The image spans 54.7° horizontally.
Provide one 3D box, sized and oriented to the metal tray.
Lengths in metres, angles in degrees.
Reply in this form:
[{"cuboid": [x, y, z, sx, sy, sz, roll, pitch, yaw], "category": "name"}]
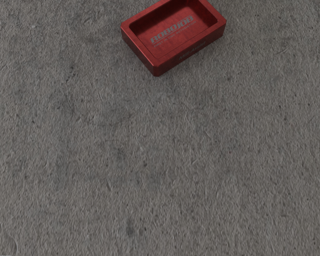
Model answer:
[{"cuboid": [0.020, -0.146, 0.458, 0.131, 0.030, 0.090, -34, 74, -12], "category": "metal tray"}]
